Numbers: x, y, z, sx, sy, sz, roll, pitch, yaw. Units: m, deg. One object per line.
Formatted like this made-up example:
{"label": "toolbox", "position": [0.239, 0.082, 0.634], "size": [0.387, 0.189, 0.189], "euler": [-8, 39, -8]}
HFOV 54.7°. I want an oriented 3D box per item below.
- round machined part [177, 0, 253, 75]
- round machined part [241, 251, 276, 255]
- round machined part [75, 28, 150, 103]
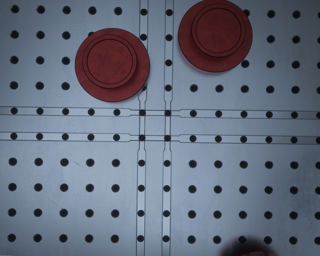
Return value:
{"label": "round machined part", "position": [0.073, -0.122, 0.406], "size": [0.099, 0.042, 0.097], "euler": [0, 90, -1]}
{"label": "round machined part", "position": [0.129, 0.210, 0.407], "size": [0.099, 0.042, 0.097], "euler": [0, 90, -1]}
{"label": "round machined part", "position": [-0.062, -0.082, 0.404], "size": [0.099, 0.042, 0.097], "euler": [0, 90, -1]}
